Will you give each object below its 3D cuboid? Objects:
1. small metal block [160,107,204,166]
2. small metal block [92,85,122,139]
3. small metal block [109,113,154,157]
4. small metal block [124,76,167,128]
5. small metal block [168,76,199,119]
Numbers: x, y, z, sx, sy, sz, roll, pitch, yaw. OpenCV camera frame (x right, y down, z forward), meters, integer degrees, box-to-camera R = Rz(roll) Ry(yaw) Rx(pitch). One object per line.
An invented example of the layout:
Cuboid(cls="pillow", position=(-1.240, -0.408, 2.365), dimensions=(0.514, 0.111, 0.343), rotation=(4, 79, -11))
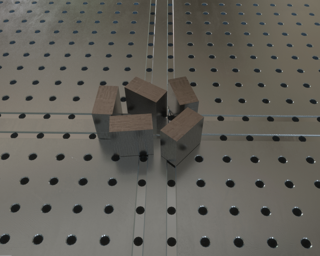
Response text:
Cuboid(cls="small metal block", position=(0.027, 0.011, 0.382), dimensions=(0.025, 0.050, 0.050), rotation=(34, 58, 26))
Cuboid(cls="small metal block", position=(-0.068, -0.020, 0.408), dimensions=(0.025, 0.050, 0.050), rotation=(3, 51, 3))
Cuboid(cls="small metal block", position=(-0.034, 0.010, 0.383), dimensions=(0.050, 0.050, 0.025), rotation=(-4, 50, -3))
Cuboid(cls="small metal block", position=(-0.018, -0.035, 0.421), dimensions=(0.050, 0.050, 0.025), rotation=(27, 56, 20))
Cuboid(cls="small metal block", position=(0.030, -0.033, 0.419), dimensions=(0.025, 0.050, 0.050), rotation=(-12, 50, -10))
